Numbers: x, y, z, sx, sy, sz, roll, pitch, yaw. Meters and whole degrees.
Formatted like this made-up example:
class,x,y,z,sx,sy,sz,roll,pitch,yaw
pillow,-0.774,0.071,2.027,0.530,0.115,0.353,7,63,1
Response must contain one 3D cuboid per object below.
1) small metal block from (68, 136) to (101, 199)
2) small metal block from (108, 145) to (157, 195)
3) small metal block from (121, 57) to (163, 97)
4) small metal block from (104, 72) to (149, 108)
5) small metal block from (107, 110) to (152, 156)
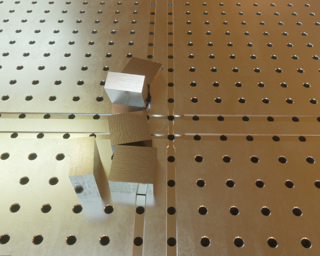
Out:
class,x,y,z,sx,sy,sz,roll,pitch,yaw
small metal block,-0.084,0.045,0.353,0.025,0.050,0.050,-5,50,-4
small metal block,-0.031,0.049,0.367,0.050,0.025,0.050,4,50,3
small metal block,-0.029,-0.079,0.474,0.050,0.025,0.050,17,52,14
small metal block,-0.045,-0.053,0.432,0.050,0.050,0.025,8,72,6
small metal block,-0.039,0.007,0.402,0.050,0.025,0.050,-9,51,-7
